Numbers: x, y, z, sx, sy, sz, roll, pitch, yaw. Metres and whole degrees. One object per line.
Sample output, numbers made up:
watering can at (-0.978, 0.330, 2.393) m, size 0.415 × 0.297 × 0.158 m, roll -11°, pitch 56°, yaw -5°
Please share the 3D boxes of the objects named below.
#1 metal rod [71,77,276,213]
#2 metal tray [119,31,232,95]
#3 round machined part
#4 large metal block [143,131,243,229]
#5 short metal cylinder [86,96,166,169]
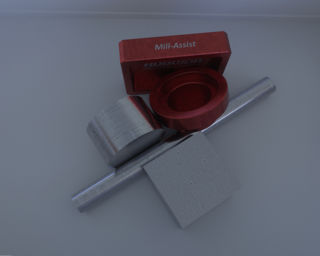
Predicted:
metal rod at (0.026, 0.016, 0.403) m, size 0.301 × 0.025 × 0.025 m, roll -31°, pitch 73°, yaw -11°
metal tray at (0.017, -0.081, 0.402) m, size 0.131 × 0.090 × 0.030 m, roll -6°, pitch 71°, yaw -3°
round machined part at (0.039, -0.032, 0.396) m, size 0.098 × 0.042 × 0.098 m, roll -10°, pitch 44°, yaw 10°
large metal block at (0.036, 0.063, 0.371) m, size 0.080 × 0.050 × 0.080 m, roll -31°, pitch 73°, yaw -11°
short metal cylinder at (-0.041, 0.006, 0.376) m, size 0.080 × 0.080 × 0.050 m, roll -32°, pitch 74°, yaw -11°
